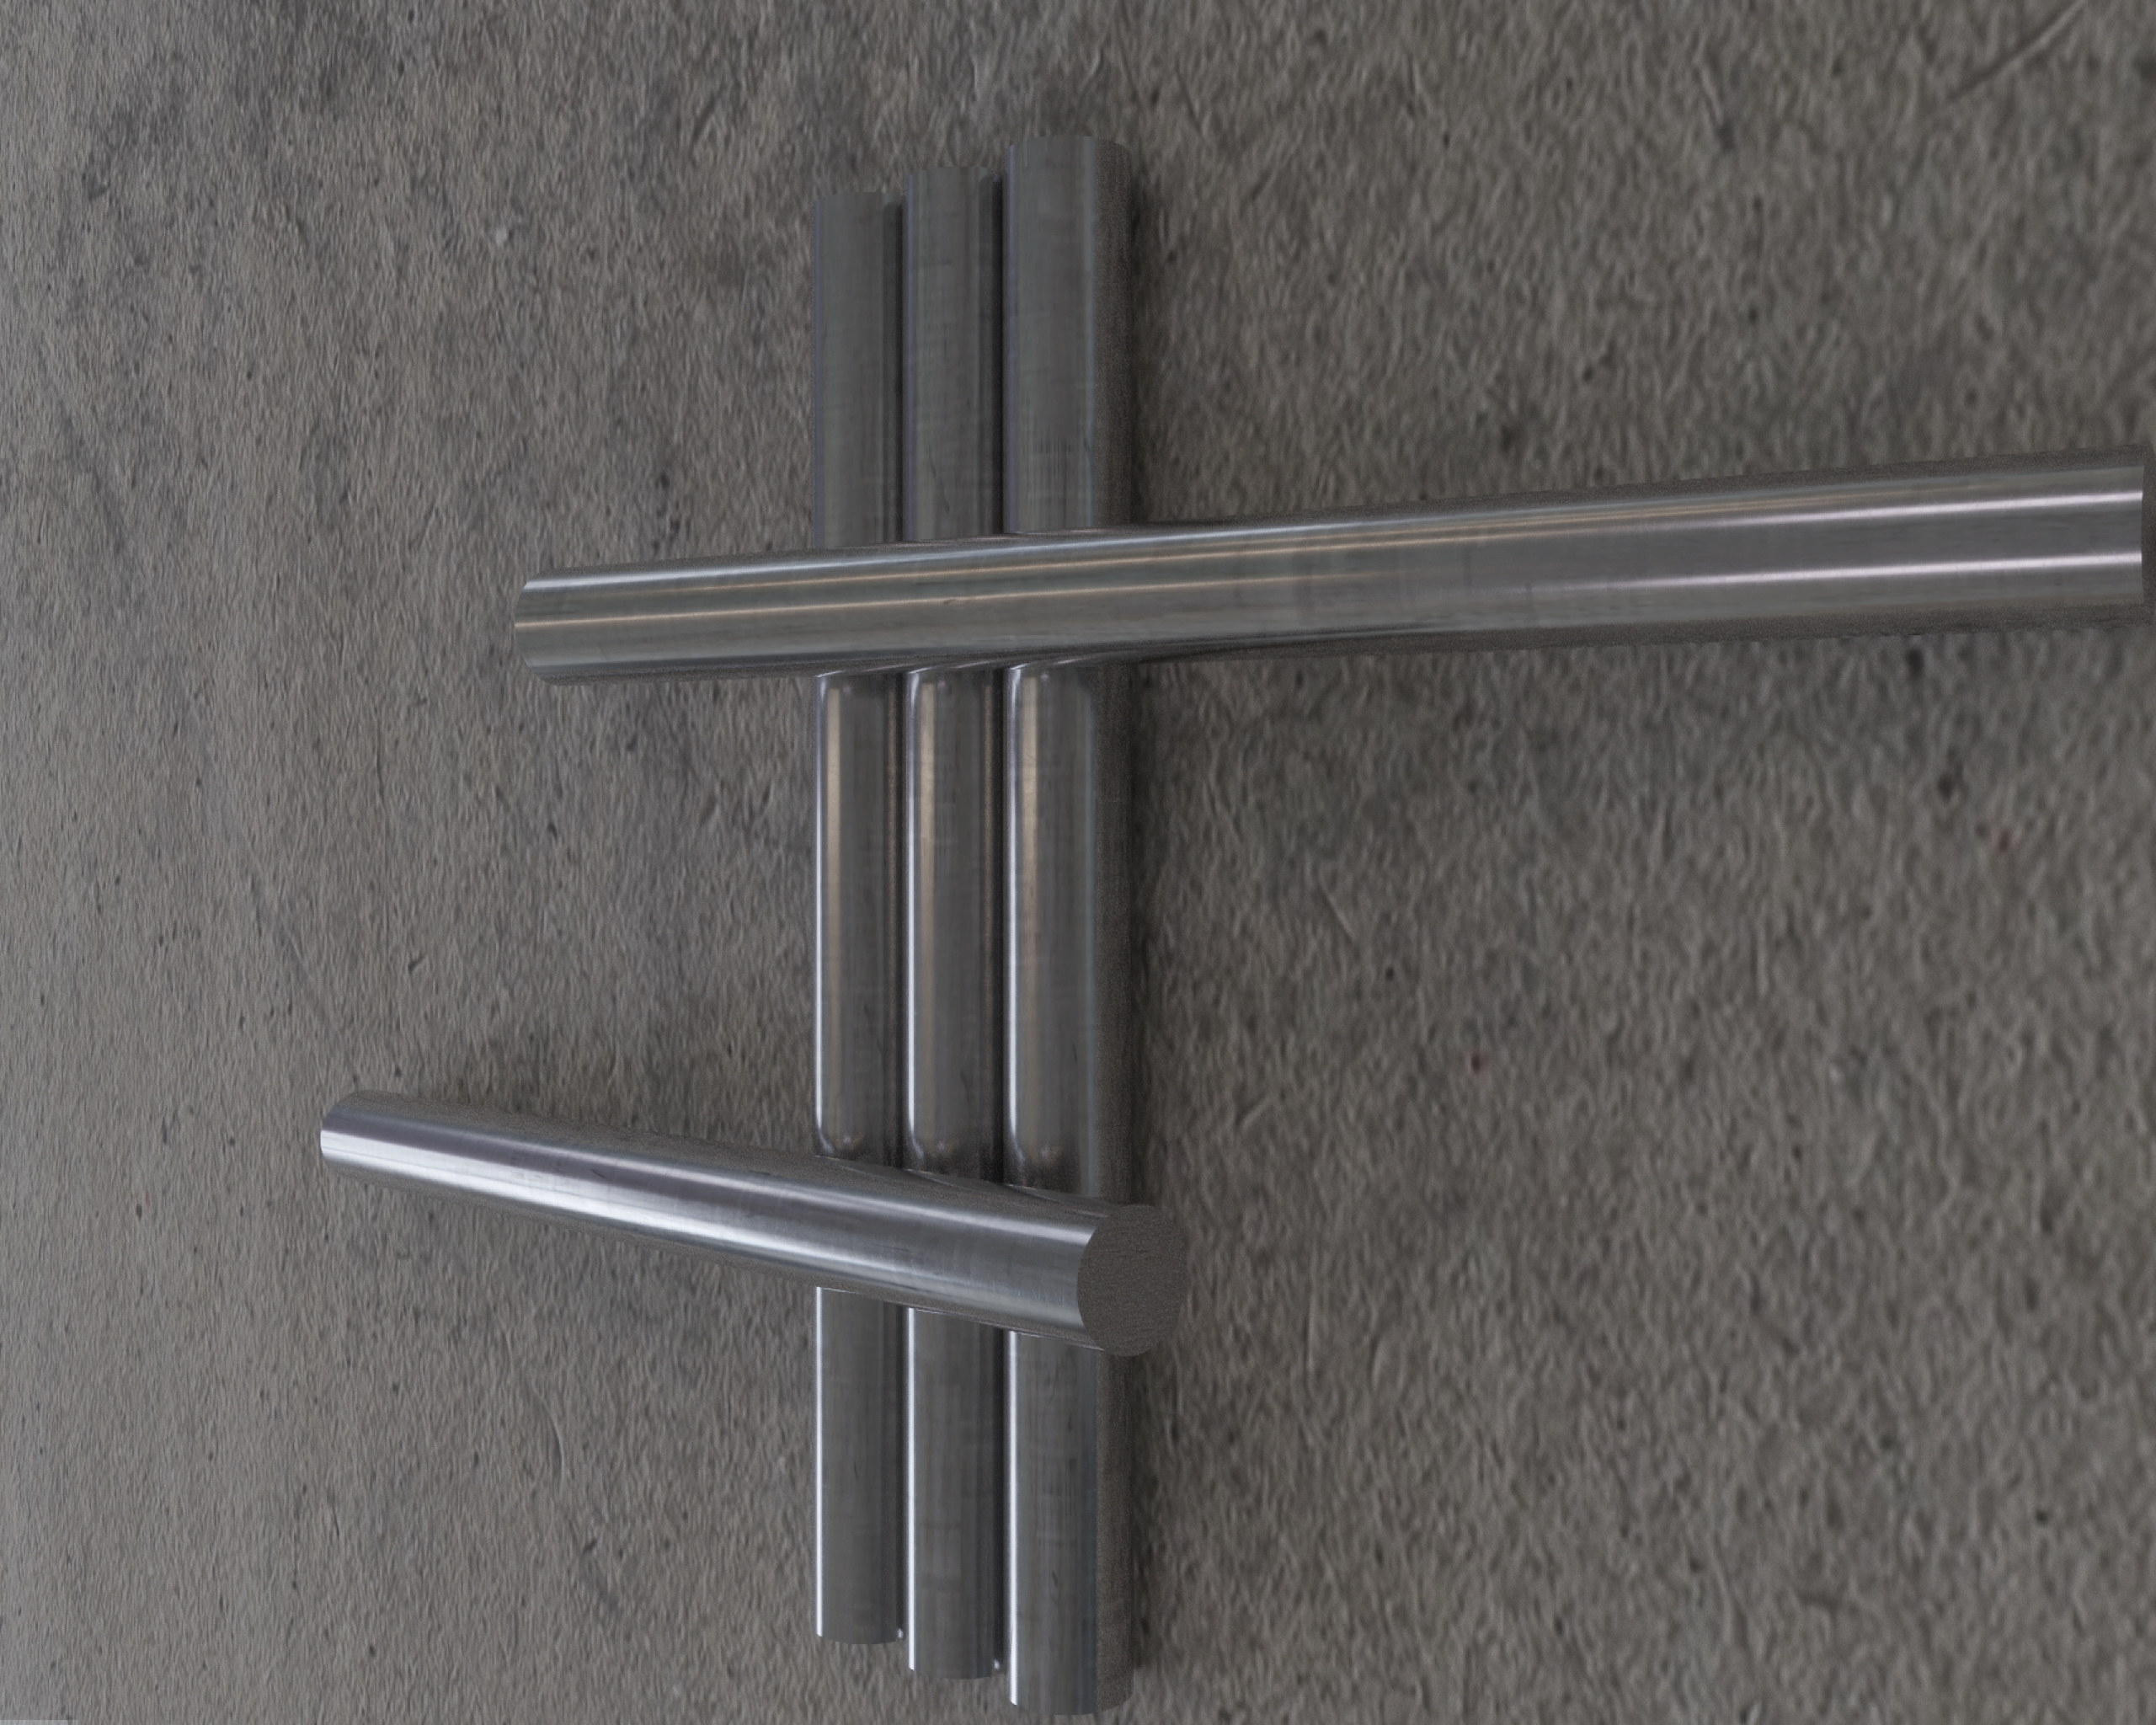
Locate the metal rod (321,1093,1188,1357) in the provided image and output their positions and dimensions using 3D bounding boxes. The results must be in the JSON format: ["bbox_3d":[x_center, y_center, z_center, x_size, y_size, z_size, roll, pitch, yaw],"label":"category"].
[{"bbox_3d":[-0.092,0.071,0.454,0.300,0.025,0.025,-1,89,48],"label":"metal rod"}]

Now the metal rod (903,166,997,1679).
[{"bbox_3d":[-0.023,0.012,0.423,0.025,0.025,0.298,0,90,40],"label":"metal rod"}]

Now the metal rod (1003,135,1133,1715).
[{"bbox_3d":[-0.002,0.012,0.406,0.025,0.025,0.298,0,90,40],"label":"metal rod"}]

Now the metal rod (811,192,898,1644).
[{"bbox_3d":[-0.044,0.011,0.441,0.025,0.025,0.298,0,90,40],"label":"metal rod"}]

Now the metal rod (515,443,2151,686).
[{"bbox_3d":[0.018,-0.047,0.363,0.300,0.025,0.025,1,91,31],"label":"metal rod"}]
